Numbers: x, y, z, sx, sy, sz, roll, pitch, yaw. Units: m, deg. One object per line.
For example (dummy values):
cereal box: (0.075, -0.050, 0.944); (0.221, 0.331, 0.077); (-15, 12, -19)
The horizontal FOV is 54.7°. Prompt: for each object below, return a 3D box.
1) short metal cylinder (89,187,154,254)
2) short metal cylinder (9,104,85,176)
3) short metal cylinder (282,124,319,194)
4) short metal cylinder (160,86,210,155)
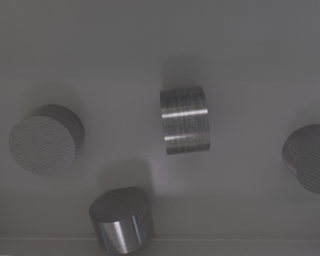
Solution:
short metal cylinder: (-0.052, 0.125, 0.428); (0.080, 0.080, 0.050); (-10, 110, 3)
short metal cylinder: (-0.144, 0.014, 0.402); (0.081, 0.050, 0.079); (0, 110, 0)
short metal cylinder: (0.213, 0.041, 0.415); (0.081, 0.050, 0.079); (0, 110, 0)
short metal cylinder: (0.030, -0.009, 0.379); (0.050, 0.080, 0.079); (-7, 110, 2)
